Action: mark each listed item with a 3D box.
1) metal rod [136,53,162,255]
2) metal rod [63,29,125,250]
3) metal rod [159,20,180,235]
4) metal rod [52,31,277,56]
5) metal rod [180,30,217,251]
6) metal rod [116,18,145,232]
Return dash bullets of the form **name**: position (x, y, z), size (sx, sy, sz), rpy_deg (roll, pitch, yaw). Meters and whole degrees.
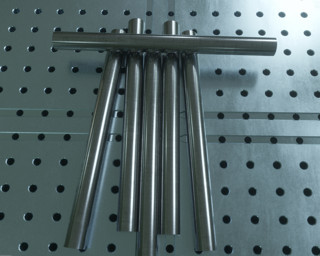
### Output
- **metal rod**: position (-0.013, 0.035, 0.399), size (0.025, 0.025, 0.299), rpy_deg (1, 70, 0)
- **metal rod**: position (-0.080, 0.000, 0.410), size (0.025, 0.025, 0.299), rpy_deg (7, 70, 2)
- **metal rod**: position (0.014, -0.014, 0.418), size (0.025, 0.025, 0.299), rpy_deg (1, 70, 0)
- **metal rod**: position (0.006, -0.116, 0.428), size (0.302, 0.025, 0.025), rpy_deg (2, 70, 0)
- **metal rod**: position (0.048, 0.002, 0.412), size (0.025, 0.025, 0.299), rpy_deg (-2, 70, -1)
- **metal rod**: position (-0.037, -0.018, 0.418), size (0.025, 0.025, 0.299), rpy_deg (1, 70, 0)
